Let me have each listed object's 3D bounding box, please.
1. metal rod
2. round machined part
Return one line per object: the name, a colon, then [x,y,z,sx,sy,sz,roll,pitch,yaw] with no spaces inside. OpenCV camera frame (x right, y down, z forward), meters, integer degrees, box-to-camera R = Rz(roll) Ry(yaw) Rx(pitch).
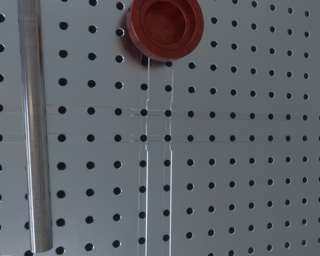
metal rod: [-0.145,-0.008,0.359,0.025,0.025,0.298,-3,91,-20]
round machined part: [0.004,-0.135,0.405,0.099,0.042,0.097,0,90,-20]
